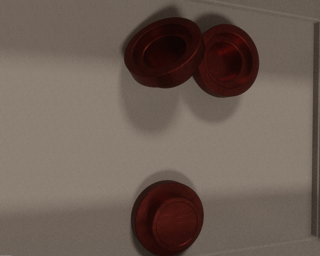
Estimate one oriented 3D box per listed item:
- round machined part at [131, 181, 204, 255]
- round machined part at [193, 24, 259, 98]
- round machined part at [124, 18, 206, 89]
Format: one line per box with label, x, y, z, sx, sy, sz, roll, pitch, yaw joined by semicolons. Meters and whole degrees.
round machined part;0.015;0.121;0.408;0.099;0.042;0.097;0;90;-21
round machined part;0.086;-0.091;0.434;0.099;0.042;0.097;0;90;-21
round machined part;0.009;-0.088;0.386;0.098;0.098;0.042;-50;144;-13
